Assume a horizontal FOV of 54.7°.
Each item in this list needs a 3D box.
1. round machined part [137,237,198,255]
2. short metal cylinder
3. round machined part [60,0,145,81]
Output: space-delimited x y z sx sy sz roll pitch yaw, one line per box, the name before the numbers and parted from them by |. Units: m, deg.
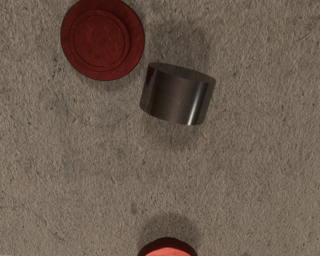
round machined part | 0.011 0.210 0.478 0.099 0.042 0.097 0 110 -1
short metal cylinder | 0.020 -0.042 0.365 0.081 0.080 0.050 13 110 -5
round machined part | -0.067 -0.103 0.362 0.099 0.042 0.097 0 110 -1
